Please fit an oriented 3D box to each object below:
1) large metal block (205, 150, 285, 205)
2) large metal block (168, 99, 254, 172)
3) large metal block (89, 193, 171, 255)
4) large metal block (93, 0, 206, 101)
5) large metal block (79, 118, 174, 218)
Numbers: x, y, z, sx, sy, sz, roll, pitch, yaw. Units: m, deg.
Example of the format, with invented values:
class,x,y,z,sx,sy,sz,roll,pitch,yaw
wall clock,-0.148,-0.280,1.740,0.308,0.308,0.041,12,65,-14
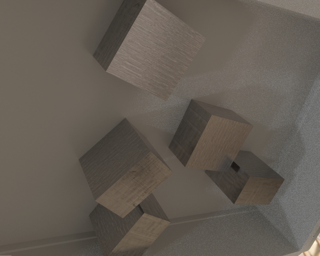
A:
class,x,y,z,sx,sy,sz,roll,pitch,yaw
large metal block,0.134,0.076,0.496,0.081,0.080,0.050,10,113,-33
large metal block,0.071,0.013,0.442,0.081,0.050,0.079,12,112,-34
large metal block,-0.044,0.125,0.428,0.050,0.080,0.080,33,100,-39
large metal block,-0.012,-0.087,0.333,0.080,0.050,0.080,23,106,-37
large metal block,-0.044,0.047,0.379,0.080,0.080,0.050,-42,130,0
